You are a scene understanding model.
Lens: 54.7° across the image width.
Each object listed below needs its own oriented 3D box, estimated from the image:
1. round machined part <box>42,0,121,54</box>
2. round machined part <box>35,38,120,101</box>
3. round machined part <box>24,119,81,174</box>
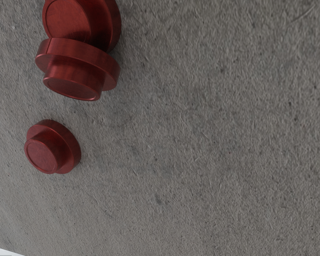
[{"bbox_3d":[-0.099,-0.127,0.370,0.098,0.042,0.097,13,124,21],"label":"round machined part"},{"bbox_3d":[-0.101,-0.064,0.374,0.099,0.042,0.098,11,166,3],"label":"round machined part"},{"bbox_3d":[-0.185,0.038,0.517,0.098,0.042,0.097,13,124,21],"label":"round machined part"}]
